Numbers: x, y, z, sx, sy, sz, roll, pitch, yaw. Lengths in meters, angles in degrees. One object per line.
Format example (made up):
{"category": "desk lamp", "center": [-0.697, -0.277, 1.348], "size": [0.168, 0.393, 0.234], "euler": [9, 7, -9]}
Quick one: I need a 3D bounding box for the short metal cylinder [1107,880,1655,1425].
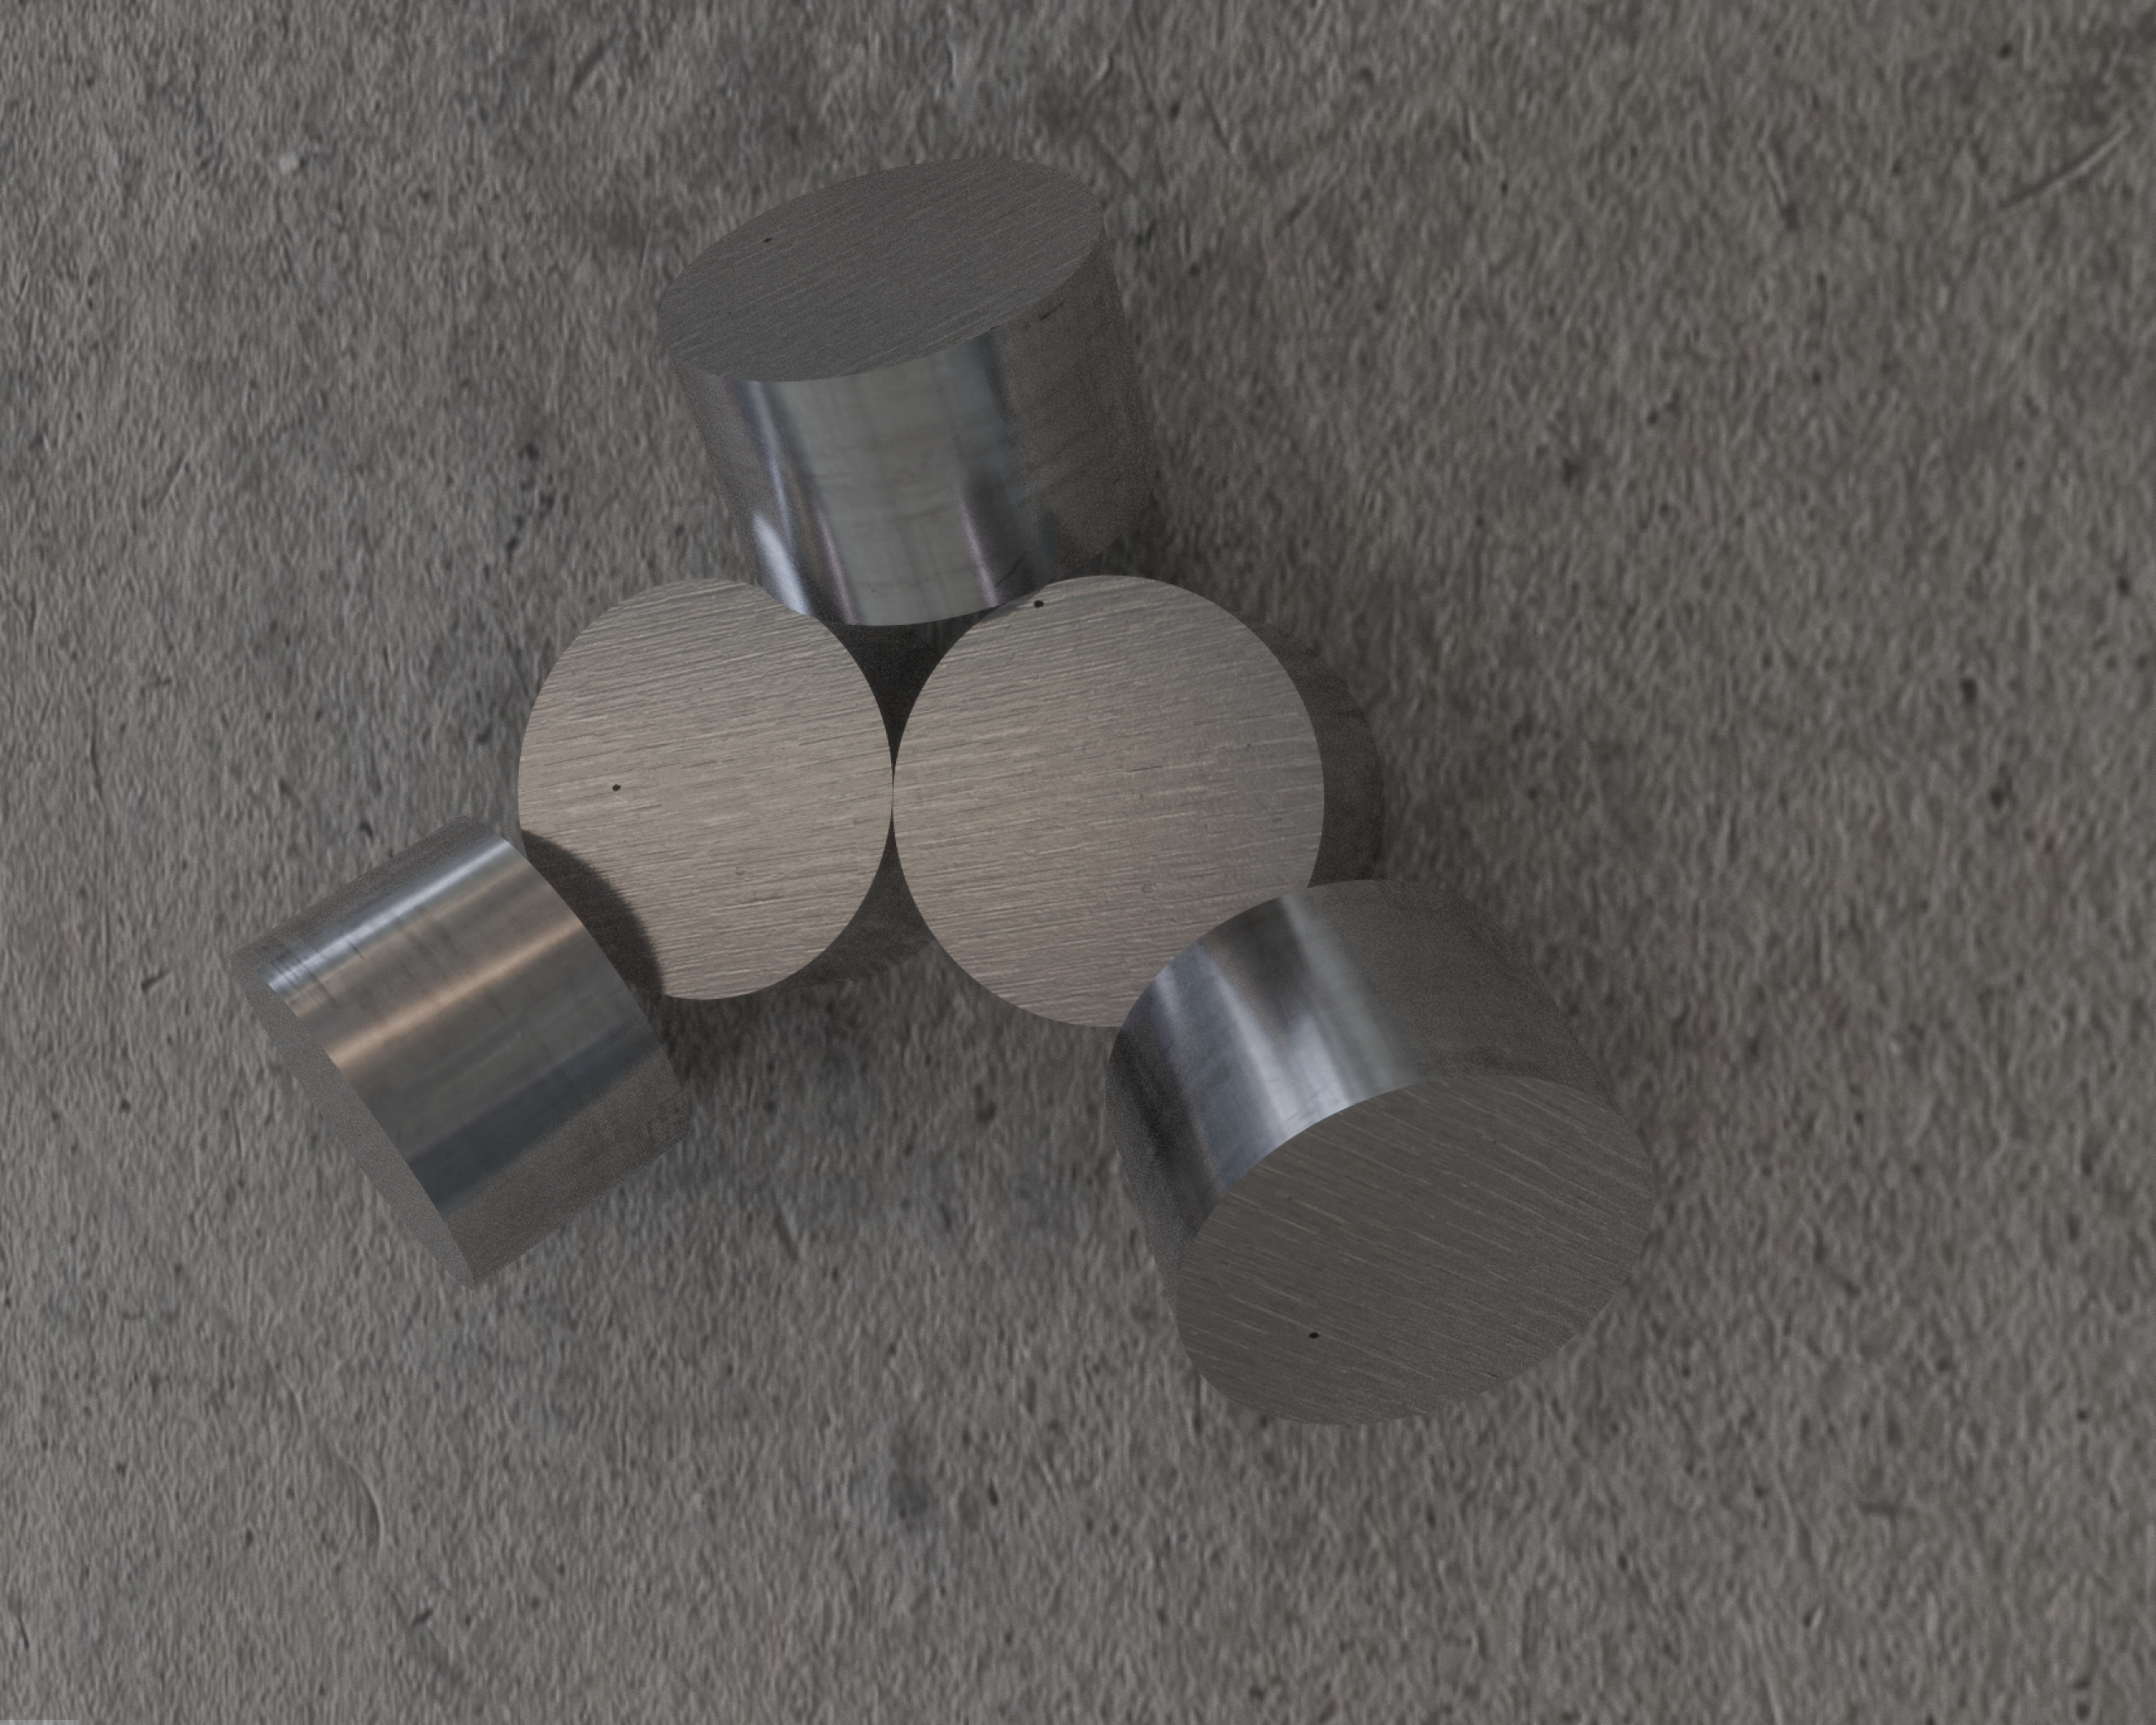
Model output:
{"category": "short metal cylinder", "center": [0.050, 0.050, 0.355], "size": [0.080, 0.080, 0.050], "euler": [-41, 36, 15]}

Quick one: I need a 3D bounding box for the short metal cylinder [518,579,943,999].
{"category": "short metal cylinder", "center": [-0.063, -0.014, 0.418], "size": [0.080, 0.050, 0.080], "euler": [0, 90, 20]}

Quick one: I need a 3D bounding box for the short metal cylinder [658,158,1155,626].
{"category": "short metal cylinder", "center": [-0.030, -0.088, 0.384], "size": [0.080, 0.080, 0.050], "euler": [2, 134, 20]}

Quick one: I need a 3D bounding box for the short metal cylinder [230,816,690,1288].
{"category": "short metal cylinder", "center": [-0.123, 0.038, 0.416], "size": [0.050, 0.080, 0.080], "euler": [-36, 75, -25]}

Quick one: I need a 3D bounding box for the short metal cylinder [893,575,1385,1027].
{"category": "short metal cylinder", "center": [0.013, -0.011, 0.391], "size": [0.080, 0.050, 0.080], "euler": [0, 90, 20]}
